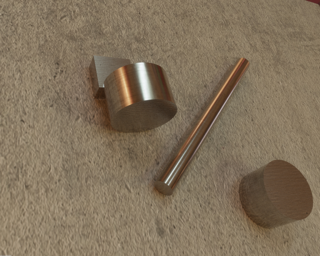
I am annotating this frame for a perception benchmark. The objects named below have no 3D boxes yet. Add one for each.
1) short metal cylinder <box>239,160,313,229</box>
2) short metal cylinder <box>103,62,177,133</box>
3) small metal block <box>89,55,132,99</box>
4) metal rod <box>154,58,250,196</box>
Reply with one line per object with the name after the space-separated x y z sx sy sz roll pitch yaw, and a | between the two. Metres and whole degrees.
0.155 0.089 0.417 0.081 0.050 0.080 14 56 -21 | short metal cylinder
-0.024 -0.034 0.376 0.081 0.080 0.050 -2 63 -29 | short metal cylinder
-0.063 -0.066 0.410 0.050 0.025 0.050 0 62 -28 | small metal block
0.076 -0.022 0.457 0.025 0.025 0.301 39 51 -2 | metal rod
